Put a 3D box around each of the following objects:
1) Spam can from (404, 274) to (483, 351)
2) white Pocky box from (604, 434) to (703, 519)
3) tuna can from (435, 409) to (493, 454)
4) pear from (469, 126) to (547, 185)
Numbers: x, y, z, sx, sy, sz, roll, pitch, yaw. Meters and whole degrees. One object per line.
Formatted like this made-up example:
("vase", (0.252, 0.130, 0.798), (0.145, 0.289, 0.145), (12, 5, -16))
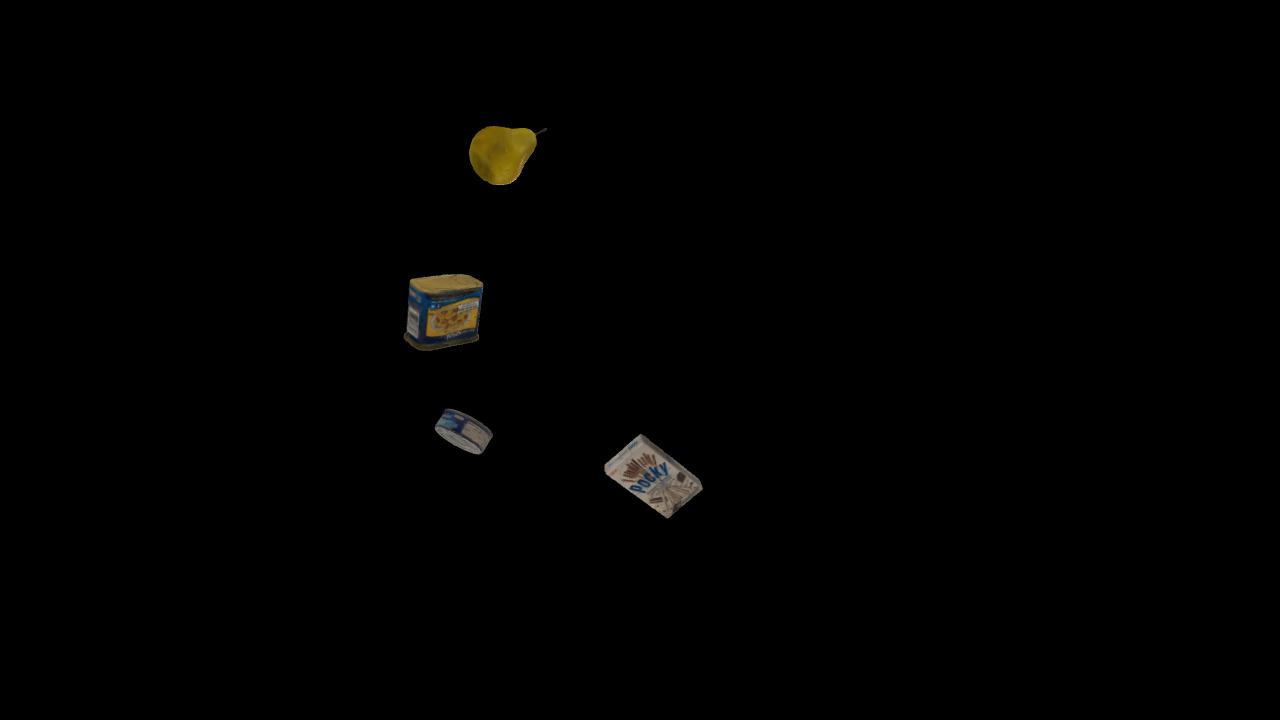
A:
("Spam can", (-0.269, -0.068, 0.848), (0.058, 0.085, 0.101), (31, 30, 31))
("white Pocky box", (0.024, 0.190, 0.997), (0.154, 0.084, 0.028), (41, 13, -29))
("tuna can", (-0.271, 0.111, 0.944), (0.084, 0.034, 0.084), (22, -26, 11))
("pear", (-0.178, -0.290, 0.844), (0.111, 0.080, 0.080), (-39, 23, -32))
